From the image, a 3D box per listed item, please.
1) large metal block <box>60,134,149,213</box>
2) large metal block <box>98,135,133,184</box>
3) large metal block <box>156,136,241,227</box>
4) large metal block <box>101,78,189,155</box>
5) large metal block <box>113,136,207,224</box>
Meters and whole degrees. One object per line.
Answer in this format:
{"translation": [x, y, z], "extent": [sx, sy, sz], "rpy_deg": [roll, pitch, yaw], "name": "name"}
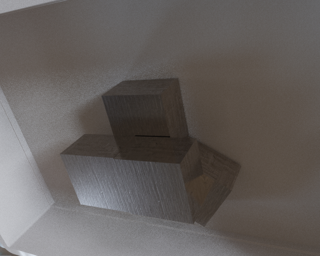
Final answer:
{"translation": [-0.068, 0.055, 0.396], "extent": [0.080, 0.050, 0.080], "rpy_deg": [1, 119, 28], "name": "large metal block"}
{"translation": [-0.048, 0.064, 0.455], "extent": [0.080, 0.050, 0.080], "rpy_deg": [-29, 103, 37], "name": "large metal block"}
{"translation": [0.047, 0.070, 0.407], "extent": [0.080, 0.050, 0.079], "rpy_deg": [30, 128, 9], "name": "large metal block"}
{"translation": [-0.016, -0.015, 0.390], "extent": [0.080, 0.050, 0.080], "rpy_deg": [2, 119, 27], "name": "large metal block"}
{"translation": [0.003, 0.058, 0.358], "extent": [0.080, 0.050, 0.080], "rpy_deg": [1, 119, 28], "name": "large metal block"}
